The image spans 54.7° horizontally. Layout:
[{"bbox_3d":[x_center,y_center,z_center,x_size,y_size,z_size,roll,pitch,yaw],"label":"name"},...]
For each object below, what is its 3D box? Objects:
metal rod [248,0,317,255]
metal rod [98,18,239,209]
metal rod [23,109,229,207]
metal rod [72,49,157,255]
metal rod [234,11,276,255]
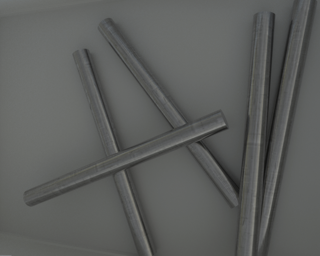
[{"bbox_3d":[0.140,0.004,0.360,0.025,0.025,0.298,11,94,19],"label":"metal rod"},{"bbox_3d":[0.010,-0.028,0.406,0.025,0.025,0.299,-40,78,16],"label":"metal rod"},{"bbox_3d":[-0.057,0.046,0.402,0.300,0.025,0.025,-23,83,18],"label":"metal rod"},{"bbox_3d":[-0.065,0.030,0.433,0.025,0.025,0.299,-22,83,19],"label":"metal rod"},{"bbox_3d":[0.109,0.016,0.357,0.025,0.025,0.298,4,86,20],"label":"metal rod"}]
